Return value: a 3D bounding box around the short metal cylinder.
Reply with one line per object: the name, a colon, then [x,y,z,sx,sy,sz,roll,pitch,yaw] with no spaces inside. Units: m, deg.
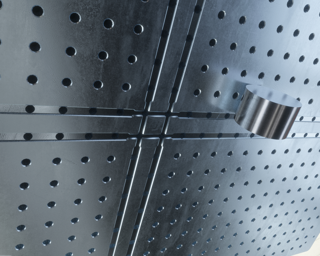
short metal cylinder: [0.154,-0.025,0.447,0.081,0.080,0.050,1,118,-29]
